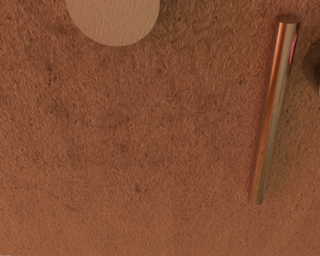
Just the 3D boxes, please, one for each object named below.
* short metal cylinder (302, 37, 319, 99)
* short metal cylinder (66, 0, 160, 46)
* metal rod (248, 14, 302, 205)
[{"bbox_3d":[0.206,-0.064,0.338,0.081,0.050,0.079,0,130,0],"label":"short metal cylinder"},{"bbox_3d":[-0.040,-0.123,0.285,0.081,0.050,0.079,0,130,0],"label":"short metal cylinder"},{"bbox_3d":[0.143,0.003,0.410,0.025,0.025,0.298,-4,130,3],"label":"metal rod"}]
